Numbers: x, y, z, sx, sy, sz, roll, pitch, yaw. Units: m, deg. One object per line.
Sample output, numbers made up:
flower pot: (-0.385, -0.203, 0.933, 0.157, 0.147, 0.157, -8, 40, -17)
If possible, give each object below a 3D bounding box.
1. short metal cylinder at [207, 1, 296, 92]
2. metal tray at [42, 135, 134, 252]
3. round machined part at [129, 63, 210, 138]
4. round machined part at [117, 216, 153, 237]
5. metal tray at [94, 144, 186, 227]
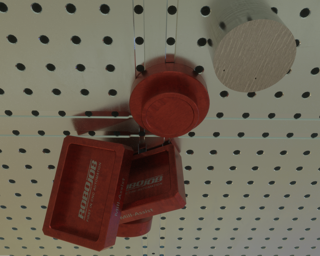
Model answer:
short metal cylinder: (0.093, -0.084, 0.325, 0.081, 0.050, 0.079, 0, 130, 0)
metal tray: (-0.092, 0.080, 0.400, 0.090, 0.129, 0.030, 8, 171, 20)
round machined part: (0.012, -0.026, 0.379, 0.099, 0.042, 0.097, 0, 130, 0)
round machined part: (-0.060, 0.130, 0.486, 0.099, 0.098, 0.042, 9, 94, -8)
metal tray: (-0.033, 0.081, 0.436, 0.130, 0.090, 0.030, -18, 132, 14)
